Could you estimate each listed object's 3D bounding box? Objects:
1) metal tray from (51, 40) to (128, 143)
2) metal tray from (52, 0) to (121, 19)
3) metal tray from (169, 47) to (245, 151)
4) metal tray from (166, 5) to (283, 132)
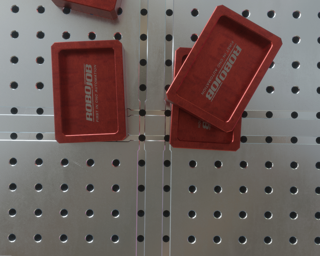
[{"bbox_3d":[-0.091,-0.047,0.409,0.091,0.030,0.129,-3,90,-1],"label":"metal tray"},{"bbox_3d":[-0.088,-0.221,0.410,0.091,0.030,0.129,14,90,-1],"label":"metal tray"},{"bbox_3d":[0.061,-0.037,0.411,0.091,0.030,0.129,4,90,-1],"label":"metal tray"},{"bbox_3d":[0.076,-0.071,0.381,0.090,0.030,0.130,30,90,-1],"label":"metal tray"}]
